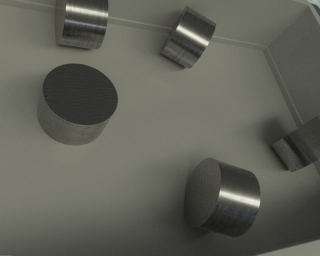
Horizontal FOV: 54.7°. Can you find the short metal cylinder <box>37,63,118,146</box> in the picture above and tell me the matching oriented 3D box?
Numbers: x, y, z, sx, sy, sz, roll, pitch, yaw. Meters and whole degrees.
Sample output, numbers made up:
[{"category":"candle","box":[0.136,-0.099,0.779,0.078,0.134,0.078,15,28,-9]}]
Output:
[{"category":"short metal cylinder","box":[-0.095,-0.026,0.355,0.081,0.050,0.080,14,56,-21]}]

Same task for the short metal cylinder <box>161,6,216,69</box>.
[{"category":"short metal cylinder","box":[0.042,-0.139,0.478,0.050,0.080,0.080,28,52,-11]}]

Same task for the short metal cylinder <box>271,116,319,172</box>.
[{"category":"short metal cylinder","box":[0.219,0.025,0.473,0.081,0.080,0.050,-24,75,-36]}]

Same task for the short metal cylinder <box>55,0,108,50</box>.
[{"category":"short metal cylinder","box":[-0.104,-0.146,0.403,0.050,0.080,0.080,2,61,-28]}]

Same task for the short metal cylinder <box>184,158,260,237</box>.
[{"category":"short metal cylinder","box":[0.069,0.080,0.359,0.050,0.080,0.080,20,54,-17]}]
